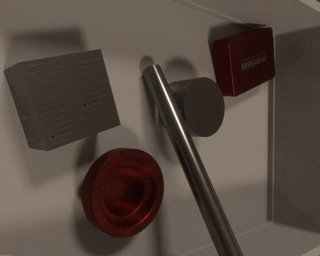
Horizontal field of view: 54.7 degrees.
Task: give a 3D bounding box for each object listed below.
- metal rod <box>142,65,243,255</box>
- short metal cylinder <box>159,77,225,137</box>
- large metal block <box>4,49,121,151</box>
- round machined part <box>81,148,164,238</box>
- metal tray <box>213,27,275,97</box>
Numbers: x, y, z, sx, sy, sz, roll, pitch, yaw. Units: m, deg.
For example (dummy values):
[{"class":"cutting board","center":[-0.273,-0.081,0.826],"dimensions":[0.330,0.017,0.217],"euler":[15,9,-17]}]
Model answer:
[{"class":"metal rod","center":[0.044,0.059,0.365],"dimensions":[0.025,0.025,0.299],"euler":[-10,72,-40]},{"class":"short metal cylinder","center":[0.044,-0.028,0.430],"dimensions":[0.081,0.050,0.079],"euler":[0,90,-40]},{"class":"large metal block","center":[-0.096,-0.029,0.311],"dimensions":[0.081,0.050,0.079],"euler":[-22,104,-38]},{"class":"round machined part","center":[-0.046,0.072,0.359],"dimensions":[0.099,0.042,0.097],"euler":[0,90,-40]},{"class":"metal tray","center":[0.146,-0.113,0.521],"dimensions":[0.131,0.030,0.089],"euler":[-26,114,-37]}]
